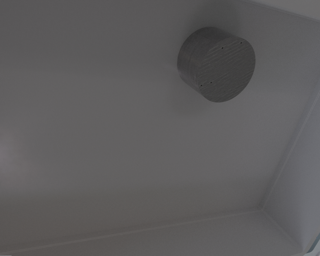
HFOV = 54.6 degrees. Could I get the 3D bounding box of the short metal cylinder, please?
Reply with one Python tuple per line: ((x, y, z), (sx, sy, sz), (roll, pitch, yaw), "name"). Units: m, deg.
((0.068, -0.078, 0.381), (0.081, 0.050, 0.080), (-14, 124, -21), "short metal cylinder")
